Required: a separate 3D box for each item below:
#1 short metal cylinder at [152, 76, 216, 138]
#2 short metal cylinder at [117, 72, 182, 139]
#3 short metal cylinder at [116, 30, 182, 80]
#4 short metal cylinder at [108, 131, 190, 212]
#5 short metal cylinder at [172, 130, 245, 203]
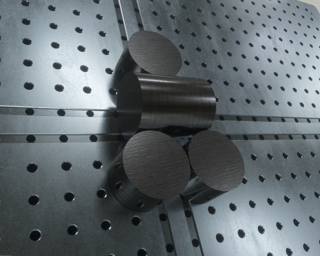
[{"bbox_3d":[0.028,-0.027,0.407,0.050,0.080,0.080,0,62,-29],"label":"short metal cylinder"},{"bbox_3d":[-0.016,-0.027,0.383,0.050,0.080,0.080,0,62,-29],"label":"short metal cylinder"},{"bbox_3d":[-0.016,-0.091,0.440,0.081,0.050,0.080,14,56,-21],"label":"short metal cylinder"},{"bbox_3d":[-0.013,0.050,0.355,0.081,0.050,0.080,14,56,-21],"label":"short metal cylinder"},{"bbox_3d":[0.059,0.049,0.394,0.081,0.050,0.080,14,56,-21],"label":"short metal cylinder"}]
